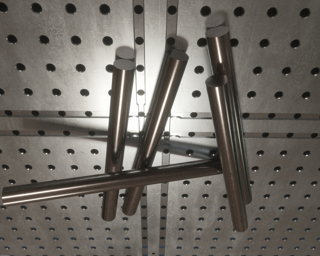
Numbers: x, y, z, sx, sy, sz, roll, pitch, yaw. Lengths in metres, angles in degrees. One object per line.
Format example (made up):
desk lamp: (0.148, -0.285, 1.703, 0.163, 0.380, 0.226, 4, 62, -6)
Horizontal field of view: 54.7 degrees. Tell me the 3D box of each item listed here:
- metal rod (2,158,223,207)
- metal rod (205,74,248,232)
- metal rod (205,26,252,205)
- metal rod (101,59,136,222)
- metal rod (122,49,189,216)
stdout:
metal rod: (-0.051, 0.072, 0.428, 0.302, 0.025, 0.025, -6, 131, -13)
metal rod: (0.099, 0.057, 0.432, 0.025, 0.025, 0.299, -12, 130, 9)
metal rod: (0.100, 0.008, 0.419, 0.025, 0.025, 0.299, -12, 130, 10)
metal rod: (-0.065, 0.040, 0.444, 0.025, 0.025, 0.298, 7, 130, -7)
metal rod: (-0.016, 0.029, 0.436, 0.025, 0.025, 0.298, 11, 129, -9)
